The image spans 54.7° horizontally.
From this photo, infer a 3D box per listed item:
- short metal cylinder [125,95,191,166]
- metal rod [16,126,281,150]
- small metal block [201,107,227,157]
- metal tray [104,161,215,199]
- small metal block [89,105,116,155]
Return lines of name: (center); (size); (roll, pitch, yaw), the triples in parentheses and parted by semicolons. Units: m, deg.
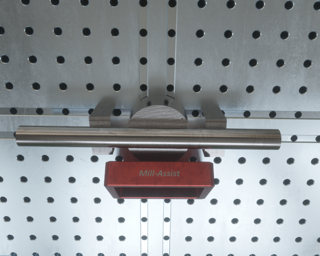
short metal cylinder: (-0.002, 0.002, 0.400); (0.081, 0.050, 0.079); (0, 110, 0)
metal rod: (-0.013, 0.012, 0.364); (0.302, 0.025, 0.025); (1, 110, 0)
small metal block: (0.068, 0.004, 0.402); (0.025, 0.050, 0.050); (-1, 110, 0)
metal tray: (-0.001, 0.071, 0.407); (0.131, 0.090, 0.030); (0, 67, 0)
small metal block: (-0.072, 0.001, 0.400); (0.025, 0.050, 0.050); (-1, 110, 0)
